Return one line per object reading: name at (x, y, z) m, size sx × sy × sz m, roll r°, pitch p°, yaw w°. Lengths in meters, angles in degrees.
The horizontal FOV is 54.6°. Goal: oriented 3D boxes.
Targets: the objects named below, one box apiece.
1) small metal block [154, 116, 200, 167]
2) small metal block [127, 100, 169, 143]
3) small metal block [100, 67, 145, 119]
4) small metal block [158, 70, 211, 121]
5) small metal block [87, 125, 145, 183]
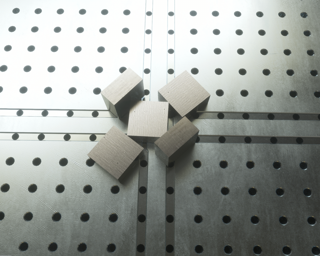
small metal block at (0.020, 0.018, 0.392) m, size 0.050 × 0.050 × 0.025 m, roll -40°, pitch 75°, yaw -13°
small metal block at (-0.015, -0.008, 0.414) m, size 0.050 × 0.025 × 0.050 m, roll 3°, pitch 69°, yaw 2°
small metal block at (-0.048, -0.045, 0.414) m, size 0.025 × 0.050 × 0.050 m, roll 42°, pitch 76°, yaw 13°
small metal block at (0.033, -0.043, 0.428) m, size 0.050 × 0.025 × 0.050 m, roll -38°, pitch 75°, yaw -12°
small metal block at (-0.056, 0.034, 0.399) m, size 0.050 × 0.025 × 0.050 m, roll 36°, pitch 73°, yaw 12°
